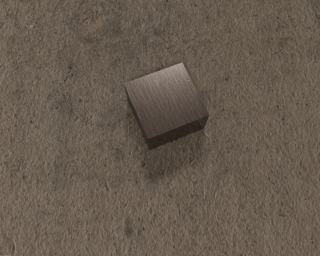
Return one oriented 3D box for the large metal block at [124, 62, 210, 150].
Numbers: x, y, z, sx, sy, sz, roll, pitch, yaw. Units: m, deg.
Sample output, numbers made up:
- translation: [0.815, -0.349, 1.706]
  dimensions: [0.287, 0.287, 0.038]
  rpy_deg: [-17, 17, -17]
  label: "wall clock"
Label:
- translation: [0.007, -0.027, 0.405]
  dimensions: [0.080, 0.050, 0.080]
  rpy_deg: [-22, 72, -8]
  label: "large metal block"
